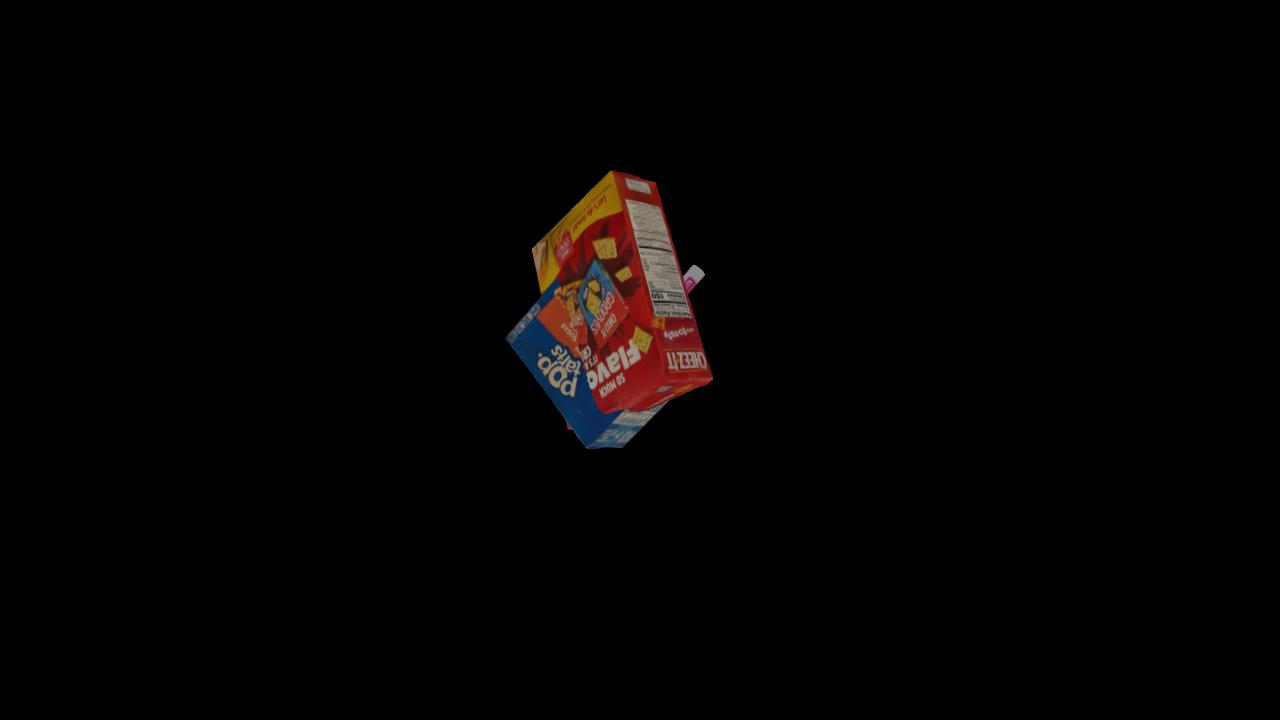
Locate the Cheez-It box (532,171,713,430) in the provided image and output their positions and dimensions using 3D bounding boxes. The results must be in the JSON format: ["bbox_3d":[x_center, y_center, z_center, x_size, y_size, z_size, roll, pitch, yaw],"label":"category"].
[{"bbox_3d":[-0.028,-0.055,0.643,0.071,0.223,0.166,0,-20,-41],"label":"Cheez-It box"}]

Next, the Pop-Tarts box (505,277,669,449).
[{"bbox_3d":[-0.040,-0.012,0.666,0.167,0.141,0.083,50,15,25],"label":"Pop-Tarts box"}]

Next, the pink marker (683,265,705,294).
[{"bbox_3d":[0.030,-0.061,0.721,0.020,0.121,0.020,41,-3,3],"label":"pink marker"}]
